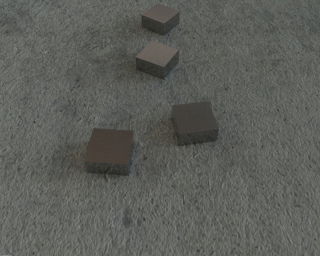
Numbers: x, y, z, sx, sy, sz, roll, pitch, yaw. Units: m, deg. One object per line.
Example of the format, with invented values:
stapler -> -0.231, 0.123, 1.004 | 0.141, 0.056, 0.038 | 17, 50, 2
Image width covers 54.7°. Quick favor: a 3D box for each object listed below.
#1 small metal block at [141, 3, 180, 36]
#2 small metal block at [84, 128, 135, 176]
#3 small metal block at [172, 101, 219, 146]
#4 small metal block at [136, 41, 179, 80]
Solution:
small metal block -> 0.001, -0.201, 0.572 | 0.050, 0.025, 0.050 | 28, 55, 22
small metal block -> -0.060, 0.029, 0.379 | 0.050, 0.025, 0.050 | 4, 50, 3
small metal block -> 0.045, -0.006, 0.409 | 0.050, 0.025, 0.050 | -7, 50, -6
small metal block -> -0.004, -0.109, 0.495 | 0.050, 0.025, 0.050 | 23, 54, 18
